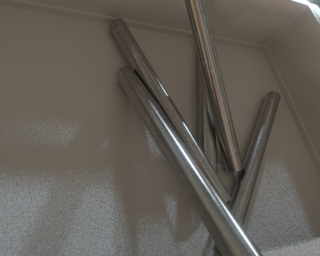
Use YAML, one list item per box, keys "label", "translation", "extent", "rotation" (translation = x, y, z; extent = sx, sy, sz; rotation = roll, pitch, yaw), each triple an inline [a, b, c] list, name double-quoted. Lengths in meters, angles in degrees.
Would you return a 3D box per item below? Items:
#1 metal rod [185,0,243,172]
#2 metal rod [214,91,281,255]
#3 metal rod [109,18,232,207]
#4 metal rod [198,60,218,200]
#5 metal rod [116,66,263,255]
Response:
- label: "metal rod"
  translation: [0.066, -0.087, 0.417]
  extent: [0.025, 0.025, 0.298]
  rotation: [-17, 96, -35]
- label: "metal rod"
  translation: [0.137, 0.044, 0.451]
  extent: [0.025, 0.025, 0.301]
  rotation: [36, 51, -5]
- label: "metal rod"
  translation: [0.004, -0.033, 0.410]
  extent: [0.025, 0.025, 0.299]
  rotation: [-14, 64, -34]
- label: "metal rod"
  translation: [0.070, -0.035, 0.463]
  extent: [0.025, 0.025, 0.300]
  rotation: [17, 55, -19]
- label: "metal rod"
  translation: [0.010, 0.015, 0.322]
  extent: [0.025, 0.025, 0.300]
  rotation: [0, 37, -28]
